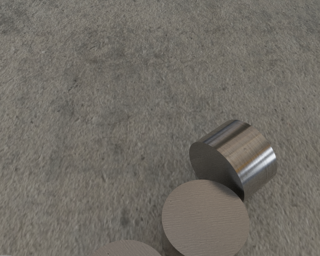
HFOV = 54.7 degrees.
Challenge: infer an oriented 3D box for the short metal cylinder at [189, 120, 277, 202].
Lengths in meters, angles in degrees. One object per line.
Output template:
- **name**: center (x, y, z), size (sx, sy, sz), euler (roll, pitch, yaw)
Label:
- **short metal cylinder**: center (0.077, 0.037, 0.337), size (0.050, 0.080, 0.080), euler (-31, 57, -24)

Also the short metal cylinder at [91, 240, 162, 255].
- **short metal cylinder**: center (-0.029, 0.145, 0.265), size (0.081, 0.050, 0.080), euler (0, 50, 0)

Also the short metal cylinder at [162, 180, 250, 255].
- **short metal cylinder**: center (0.042, 0.098, 0.305), size (0.081, 0.050, 0.080), euler (0, 50, 0)
